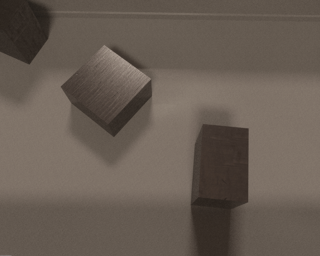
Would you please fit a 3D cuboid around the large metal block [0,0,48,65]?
[{"bbox_3d":[-0.217,-0.144,0.430,0.080,0.080,0.050,24,72,8],"label":"large metal block"}]

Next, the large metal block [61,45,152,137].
[{"bbox_3d":[-0.068,-0.049,0.413,0.080,0.050,0.080,38,74,12],"label":"large metal block"}]

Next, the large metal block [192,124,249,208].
[{"bbox_3d":[0.068,0.049,0.364,0.050,0.080,0.080,6,70,2],"label":"large metal block"}]
